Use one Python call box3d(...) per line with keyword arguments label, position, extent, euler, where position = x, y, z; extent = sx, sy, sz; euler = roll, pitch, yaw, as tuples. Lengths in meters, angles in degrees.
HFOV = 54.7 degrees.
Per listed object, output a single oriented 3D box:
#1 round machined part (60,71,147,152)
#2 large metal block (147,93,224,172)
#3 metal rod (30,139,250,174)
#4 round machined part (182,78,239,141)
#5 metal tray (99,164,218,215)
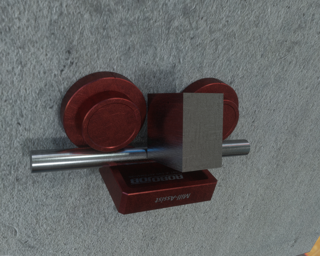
box3d(label="round machined part", position=(-0.060, -0.012, 0.356), extent=(0.099, 0.042, 0.097), euler=(-14, 125, -21))
box3d(label="large metal block", position=(0.026, 0.000, 0.354), extent=(0.050, 0.080, 0.079), euler=(-2, 96, -28))
box3d(label="metal rod", position=(-0.004, 0.033, 0.401), extent=(0.303, 0.025, 0.025), euler=(-1, 119, -28))
box3d(label="round machined part", position=(0.069, -0.016, 0.426), extent=(0.099, 0.042, 0.097), euler=(-14, 125, -21))
box3d(label="metal tray", position=(-0.003, 0.062, 0.404), extent=(0.131, 0.090, 0.030), euler=(-1, 119, -28))
